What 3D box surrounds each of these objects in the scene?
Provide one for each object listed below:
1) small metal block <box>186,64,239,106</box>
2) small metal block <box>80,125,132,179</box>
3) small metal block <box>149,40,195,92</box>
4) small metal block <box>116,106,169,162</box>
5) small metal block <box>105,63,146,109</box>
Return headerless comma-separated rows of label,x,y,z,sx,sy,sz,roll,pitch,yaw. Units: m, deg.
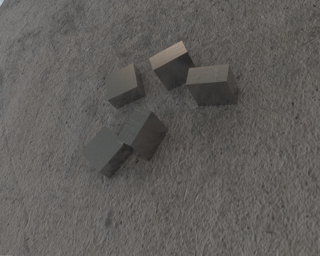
small metal block,0.066,-0.052,0.385,0.050,0.050,0.025,-1,62,28
small metal block,-0.072,0.032,0.422,0.050,0.025,0.050,-49,52,-7
small metal block,0.021,-0.085,0.429,0.050,0.050,0.025,-27,53,12
small metal block,-0.021,0.008,0.394,0.025,0.050,0.050,20,73,36
small metal block,-0.053,-0.064,0.471,0.050,0.025,0.050,-23,53,14
